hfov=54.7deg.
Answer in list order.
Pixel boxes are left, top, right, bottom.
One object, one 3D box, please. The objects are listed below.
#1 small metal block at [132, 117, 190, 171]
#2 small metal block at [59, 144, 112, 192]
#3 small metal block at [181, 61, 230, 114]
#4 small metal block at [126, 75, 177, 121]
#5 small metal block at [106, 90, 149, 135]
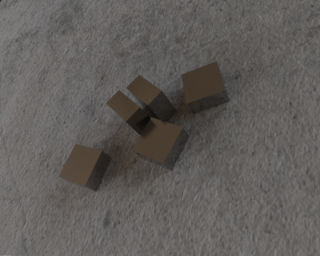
[{"bbox_3d":[0.001,0.019,0.390,0.050,0.025,0.050,19,71,35],"label":"small metal block"},{"bbox_3d":[-0.101,0.054,0.422,0.050,0.025,0.050,10,67,32],"label":"small metal block"},{"bbox_3d":[0.059,-0.053,0.405,0.050,0.025,0.050,-19,55,17],"label":"small metal block"},{"bbox_3d":[-0.011,-0.038,0.416,0.025,0.050,0.050,-47,52,-4],"label":"small metal block"},{"bbox_3d":[-0.038,-0.018,0.417,0.025,0.050,0.050,-47,52,-4],"label":"small metal block"}]
